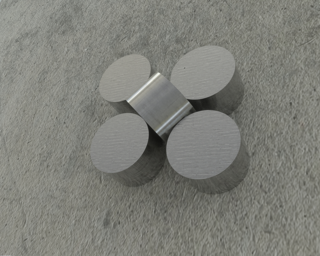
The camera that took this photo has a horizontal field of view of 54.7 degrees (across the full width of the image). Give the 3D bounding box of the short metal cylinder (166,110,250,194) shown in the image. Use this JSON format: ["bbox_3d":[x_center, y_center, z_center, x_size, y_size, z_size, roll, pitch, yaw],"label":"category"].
[{"bbox_3d":[0.054,0.027,0.342,0.080,0.050,0.080,-13,56,20],"label":"short metal cylinder"}]

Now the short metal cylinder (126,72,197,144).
[{"bbox_3d":[0.004,-0.022,0.381,0.050,0.080,0.080,-43,51,-1],"label":"short metal cylinder"}]

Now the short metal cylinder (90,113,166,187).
[{"bbox_3d":[-0.039,0.028,0.390,0.080,0.050,0.080,-13,56,20],"label":"short metal cylinder"}]

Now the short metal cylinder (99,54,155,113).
[{"bbox_3d":[-0.039,-0.058,0.442,0.080,0.050,0.080,-13,56,20],"label":"short metal cylinder"}]

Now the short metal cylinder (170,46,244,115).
[{"bbox_3d":[0.060,-0.056,0.389,0.080,0.050,0.080,-13,56,20],"label":"short metal cylinder"}]
